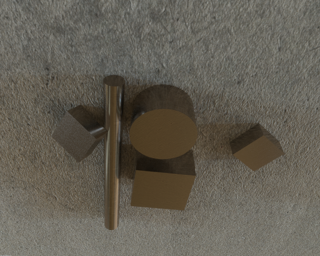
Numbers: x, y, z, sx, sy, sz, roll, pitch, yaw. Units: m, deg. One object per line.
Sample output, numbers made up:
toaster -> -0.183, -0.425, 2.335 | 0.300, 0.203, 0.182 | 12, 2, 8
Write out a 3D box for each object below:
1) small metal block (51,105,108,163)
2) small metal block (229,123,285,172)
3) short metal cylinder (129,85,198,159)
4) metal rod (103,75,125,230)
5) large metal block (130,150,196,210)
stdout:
small metal block -> -0.104, 0.008, 0.398 | 0.050, 0.025, 0.050 | 44, 122, 3
small metal block -> 0.135, 0.028, 0.433 | 0.050, 0.025, 0.050 | 36, 121, -27
short metal cylinder -> 0.004, -0.007, 0.385 | 0.081, 0.050, 0.079 | 0, 130, 0
metal rod -> -0.069, 0.058, 0.455 | 0.025, 0.025, 0.298 | 5, 130, -4
large metal block -> 0.002, 0.073, 0.453 | 0.081, 0.050, 0.079 | 6, 130, -6
